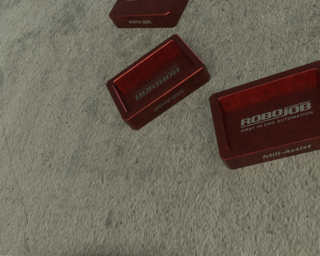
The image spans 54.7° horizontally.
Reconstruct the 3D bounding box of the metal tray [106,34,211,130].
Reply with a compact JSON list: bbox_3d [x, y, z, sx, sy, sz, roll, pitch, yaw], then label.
[{"bbox_3d":[-0.006,-0.067,0.444,0.130,0.030,0.090,-34,51,5],"label":"metal tray"}]

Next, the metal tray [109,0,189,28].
[{"bbox_3d":[-0.017,-0.220,0.545,0.130,0.030,0.090,12,67,33],"label":"metal tray"}]

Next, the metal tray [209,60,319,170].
[{"bbox_3d":[0.127,-0.013,0.342,0.130,0.030,0.090,-17,55,18],"label":"metal tray"}]
